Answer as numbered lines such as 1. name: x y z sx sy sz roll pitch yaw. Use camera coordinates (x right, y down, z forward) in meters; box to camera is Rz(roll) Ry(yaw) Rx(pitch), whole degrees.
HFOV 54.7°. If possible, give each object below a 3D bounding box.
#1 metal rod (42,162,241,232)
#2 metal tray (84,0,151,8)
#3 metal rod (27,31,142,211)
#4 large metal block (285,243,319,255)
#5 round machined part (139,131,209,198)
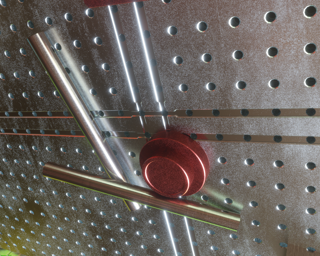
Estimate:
1. metal rod: -0.034 0.099 0.462 0.301 0.025 0.025 13 124 10
2. metal tray: -0.048 -0.195 0.311 0.090 0.030 0.129 4 120 26
3. metal rod: -0.105 0.002 0.465 0.025 0.025 0.299 -15 111 34
4. large metal block: 0.200 0.208 0.399 0.080 0.080 0.050 11 123 22
5. round machined part: 0.015 0.057 0.426 0.098 0.042 0.097 13 124 20
